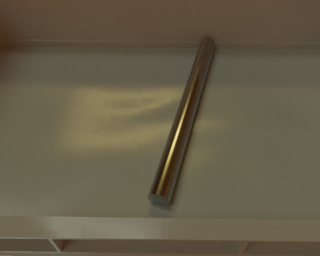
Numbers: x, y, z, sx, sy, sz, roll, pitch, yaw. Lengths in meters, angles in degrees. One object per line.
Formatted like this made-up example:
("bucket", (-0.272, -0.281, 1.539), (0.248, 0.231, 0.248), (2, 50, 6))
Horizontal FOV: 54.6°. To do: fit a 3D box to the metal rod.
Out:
("metal rod", (0.040, -0.032, 0.431), (0.025, 0.025, 0.300), (12, 51, 10))
